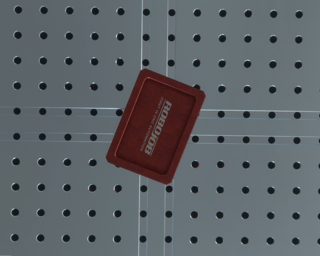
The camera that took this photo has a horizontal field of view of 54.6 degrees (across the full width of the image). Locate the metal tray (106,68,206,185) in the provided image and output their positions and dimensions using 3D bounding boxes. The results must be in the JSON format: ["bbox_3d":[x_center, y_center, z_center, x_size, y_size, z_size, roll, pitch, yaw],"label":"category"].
[{"bbox_3d":[-0.005,-0.002,0.411,0.090,0.030,0.129,22,90,-1],"label":"metal tray"}]
